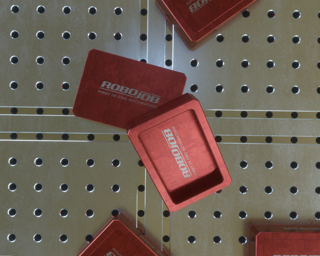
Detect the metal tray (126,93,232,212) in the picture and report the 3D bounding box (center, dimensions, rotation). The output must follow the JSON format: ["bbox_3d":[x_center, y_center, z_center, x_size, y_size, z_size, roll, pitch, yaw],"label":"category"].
[{"bbox_3d":[0.026,0.033,0.387,0.090,0.030,0.129,-26,113,0],"label":"metal tray"}]

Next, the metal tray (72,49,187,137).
[{"bbox_3d":[-0.039,-0.043,0.410,0.131,0.030,0.090,15,90,-1],"label":"metal tray"}]

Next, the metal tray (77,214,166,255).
[{"bbox_3d":[-0.040,0.191,0.410,0.130,0.030,0.090,43,90,-1],"label":"metal tray"}]

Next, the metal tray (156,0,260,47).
[{"bbox_3d":[0.070,-0.182,0.411,0.130,0.030,0.090,-36,90,-1],"label":"metal tray"}]

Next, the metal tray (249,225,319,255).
[{"bbox_3d":[0.188,0.179,0.413,0.131,0.030,0.089,1,90,-1],"label":"metal tray"}]
